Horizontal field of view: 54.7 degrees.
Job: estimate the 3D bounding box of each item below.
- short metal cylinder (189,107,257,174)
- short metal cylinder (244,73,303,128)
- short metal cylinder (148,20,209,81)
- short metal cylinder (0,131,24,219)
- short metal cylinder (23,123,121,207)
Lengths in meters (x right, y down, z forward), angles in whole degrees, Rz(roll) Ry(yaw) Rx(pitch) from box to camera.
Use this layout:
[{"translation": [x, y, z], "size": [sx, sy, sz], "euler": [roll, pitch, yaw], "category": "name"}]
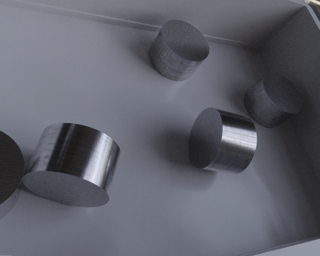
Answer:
[{"translation": [0.079, 0.017, 0.404], "size": [0.050, 0.080, 0.080], "euler": [13, 56, -22], "category": "short metal cylinder"}, {"translation": [0.190, -0.046, 0.523], "size": [0.081, 0.050, 0.080], "euler": [14, 56, -21], "category": "short metal cylinder"}, {"translation": [0.029, -0.120, 0.480], "size": [0.081, 0.050, 0.080], "euler": [14, 56, -21], "category": "short metal cylinder"}, {"translation": [-0.165, 0.044, 0.273], "size": [0.081, 0.050, 0.080], "euler": [13, 56, -20], "category": "short metal cylinder"}, {"translation": [-0.084, 0.039, 0.303], "size": [0.080, 0.080, 0.050], "euler": [21, 54, -16], "category": "short metal cylinder"}]
